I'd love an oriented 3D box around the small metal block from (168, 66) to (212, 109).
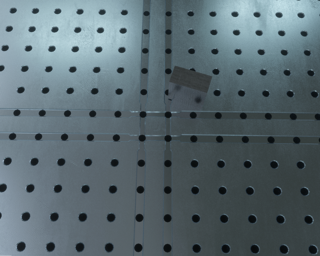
[{"bbox_3d":[0.039,-0.054,0.419,0.050,0.050,0.025,17,71,6],"label":"small metal block"}]
